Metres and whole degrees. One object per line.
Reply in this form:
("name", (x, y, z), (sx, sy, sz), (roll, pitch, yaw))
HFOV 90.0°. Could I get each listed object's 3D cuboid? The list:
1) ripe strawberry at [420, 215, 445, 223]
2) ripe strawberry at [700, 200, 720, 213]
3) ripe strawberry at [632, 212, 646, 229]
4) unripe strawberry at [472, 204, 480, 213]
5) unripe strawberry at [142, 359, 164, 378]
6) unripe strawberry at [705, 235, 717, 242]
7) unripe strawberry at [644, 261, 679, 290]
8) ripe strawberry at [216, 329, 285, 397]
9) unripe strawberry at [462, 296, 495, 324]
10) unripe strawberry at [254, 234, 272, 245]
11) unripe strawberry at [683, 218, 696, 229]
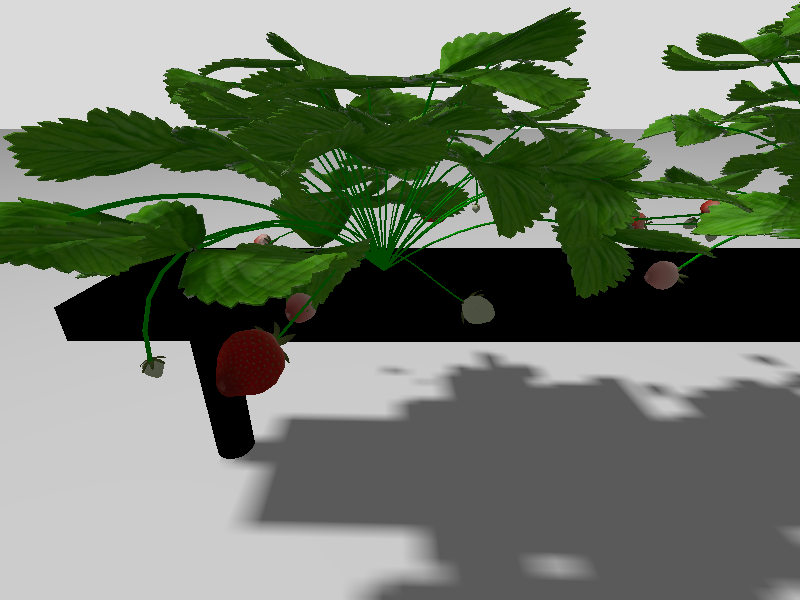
("ripe strawberry", (0.046, -0.119, 0.527), (0.039, 0.033, 0.039), (8, 26, 17))
("ripe strawberry", (0.433, -0.128, 0.560), (0.025, 0.026, 0.027), (0, 24, 0))
("ripe strawberry", (0.282, -0.093, 0.486), (0.027, 0.027, 0.025), (19, 31, 36))
("unripe strawberry", (0.103, -0.124, 0.543), (0.011, 0.011, 0.010), (14, 29, 28))
("unripe strawberry", (-0.126, 0.035, 0.205), (0.011, 0.010, 0.010), (15, 29, 29))
("unripe strawberry", (0.340, -0.069, 0.439), (0.011, 0.011, 0.011), (19, 31, 35))
("unripe strawberry", (0.214, -0.020, 0.330), (0.025, 0.024, 0.023), (-6, 26, -9))
("ripe strawberry", (-0.078, 0.034, 0.203), (0.034, 0.036, 0.037), (8, 27, 17))
("unripe strawberry", (0.054, 0.007, 0.274), (0.022, 0.019, 0.022), (-16, 30, -30))
("unripe strawberry", (-0.140, -0.056, 0.407), (0.021, 0.022, 0.019), (-8, 20, 24))
("unripe strawberry", (0.363, -0.095, 0.501), (0.015, 0.014, 0.014), (-12, -18, -24))
